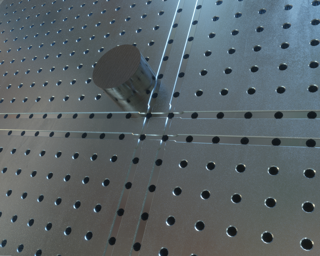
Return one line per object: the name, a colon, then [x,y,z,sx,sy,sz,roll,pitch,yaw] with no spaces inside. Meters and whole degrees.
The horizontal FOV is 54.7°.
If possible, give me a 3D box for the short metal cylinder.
short metal cylinder: [-0.053,-0.078,0.466,0.080,0.050,0.080,-13,56,20]
